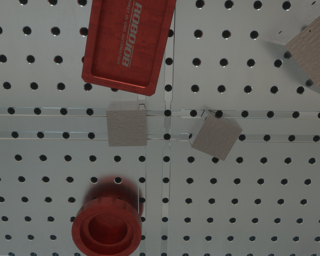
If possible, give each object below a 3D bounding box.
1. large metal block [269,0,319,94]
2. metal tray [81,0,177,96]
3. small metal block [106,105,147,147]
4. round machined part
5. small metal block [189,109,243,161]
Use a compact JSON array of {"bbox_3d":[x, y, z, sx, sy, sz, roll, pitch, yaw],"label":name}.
[{"bbox_3d":[0.194,-0.098,0.367,0.080,0.050,0.080,-42,105,13],"label":"large metal block"},{"bbox_3d":[-0.037,-0.111,0.369,0.091,0.030,0.129,12,110,-5],"label":"metal tray"},{"bbox_3d":[-0.043,-0.003,0.412,0.050,0.025,0.050,-1,110,0],"label":"small metal block"},{"bbox_3d":[-0.075,0.143,0.456,0.099,0.042,0.097,0,110,-1],"label":"round machined part"},{"bbox_3d":[0.074,0.009,0.418,0.050,0.025,0.050,23,108,-9],"label":"small metal block"}]
